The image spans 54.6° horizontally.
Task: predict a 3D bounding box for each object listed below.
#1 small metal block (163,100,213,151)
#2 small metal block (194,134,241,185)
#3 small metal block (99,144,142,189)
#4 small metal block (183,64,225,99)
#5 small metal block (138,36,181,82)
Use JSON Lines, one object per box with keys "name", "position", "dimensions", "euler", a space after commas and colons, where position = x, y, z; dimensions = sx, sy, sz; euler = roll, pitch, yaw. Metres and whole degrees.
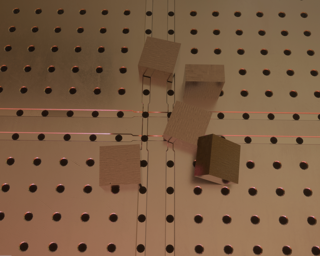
{"name": "small metal block", "position": [0.037, -0.002, 0.413], "dimensions": [0.050, 0.025, 0.050], "euler": [19, 71, 7]}
{"name": "small metal block", "position": [0.072, 0.040, 0.384], "dimensions": [0.050, 0.025, 0.050], "euler": [22, 67, -31]}
{"name": "small metal block", "position": [-0.049, 0.049, 0.394], "dimensions": [0.050, 0.025, 0.050], "euler": [-3, 70, -1]}
{"name": "small metal block", "position": [0.058, -0.062, 0.422], "dimensions": [0.050, 0.050, 0.025], "euler": [1, 70, 0]}
{"name": "small metal block", "position": [0.000, -0.100, 0.448], "dimensions": [0.050, 0.025, 0.050], "euler": [14, 71, 5]}
